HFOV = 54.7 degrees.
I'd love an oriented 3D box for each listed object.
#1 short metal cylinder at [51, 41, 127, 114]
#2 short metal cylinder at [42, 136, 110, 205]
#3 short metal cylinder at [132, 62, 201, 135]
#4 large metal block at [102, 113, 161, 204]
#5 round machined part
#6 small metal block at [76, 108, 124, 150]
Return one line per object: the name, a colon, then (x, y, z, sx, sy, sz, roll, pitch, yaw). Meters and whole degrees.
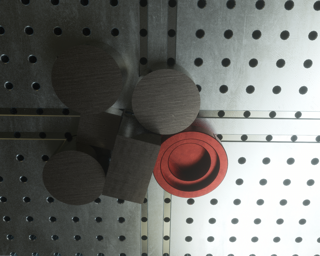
short metal cylinder: (-0.083, -0.062, 0.376, 0.081, 0.050, 0.079, 0, 110, 0)
short metal cylinder: (-0.110, 0.056, 0.419, 0.081, 0.050, 0.079, 0, 110, 0)
short metal cylinder: (0.007, -0.038, 0.386, 0.081, 0.050, 0.079, 0, 110, 0)
large metal block: (-0.034, 0.036, 0.394, 0.050, 0.080, 0.079, 15, 109, -6)
round machined part: (0.039, 0.042, 0.420, 0.099, 0.042, 0.097, 0, 110, 0)
small metal block: (-0.080, -0.003, 0.411, 0.050, 0.025, 0.050, 14, 110, -5)
